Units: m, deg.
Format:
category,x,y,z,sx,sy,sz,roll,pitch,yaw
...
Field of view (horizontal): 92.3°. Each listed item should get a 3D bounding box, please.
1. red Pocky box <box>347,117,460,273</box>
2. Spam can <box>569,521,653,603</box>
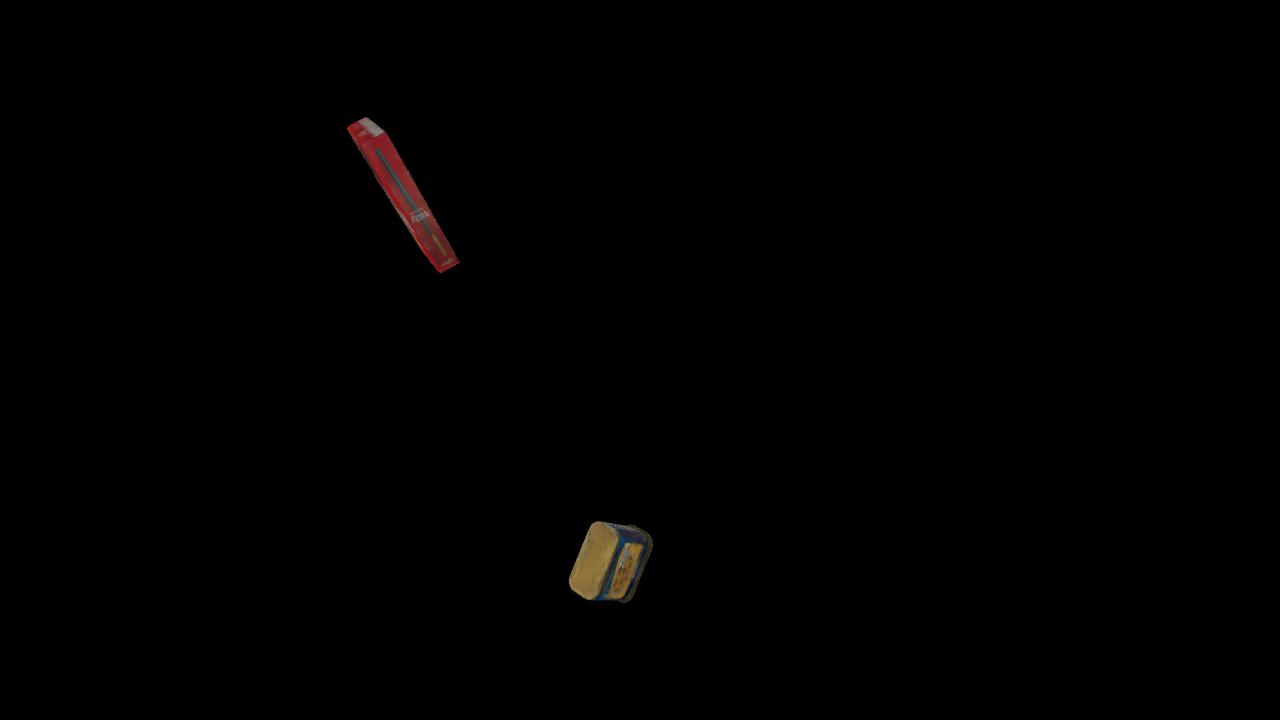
category,x,y,z,sx,sy,sz,roll,pitch,yaw
red Pocky box,-0.248,-0.171,0.651,0.028,0.155,0.083,-34,42,-15
Spam can,-0.039,0.272,0.830,0.058,0.101,0.085,17,-8,36
